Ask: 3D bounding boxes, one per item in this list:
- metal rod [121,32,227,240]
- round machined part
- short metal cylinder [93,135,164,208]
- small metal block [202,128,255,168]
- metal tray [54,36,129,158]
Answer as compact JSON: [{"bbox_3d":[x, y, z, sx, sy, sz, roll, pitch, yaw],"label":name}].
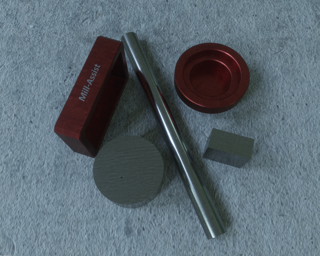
[{"bbox_3d":[0.011,-0.003,0.411,0.025,0.025,0.299,-21,72,-8],"label":"metal rod"},{"bbox_3d":[0.068,-0.064,0.424,0.099,0.042,0.098,0,70,-1],"label":"round machined part"},{"bbox_3d":[-0.036,0.054,0.375,0.081,0.050,0.080,0,70,0],"label":"short metal cylinder"},{"bbox_3d":[0.083,0.026,0.385,0.050,0.050,0.025,16,71,5],"label":"small metal block"},{"bbox_3d":[-0.079,-0.036,0.387,0.030,0.090,0.130,17,71,6],"label":"metal tray"}]
